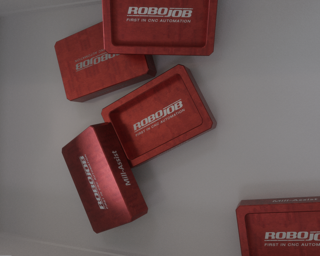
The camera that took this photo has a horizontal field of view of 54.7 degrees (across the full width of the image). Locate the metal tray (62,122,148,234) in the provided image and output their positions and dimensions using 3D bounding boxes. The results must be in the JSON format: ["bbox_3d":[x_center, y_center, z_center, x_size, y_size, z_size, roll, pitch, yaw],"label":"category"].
[{"bbox_3d":[-0.078,0.068,0.418,0.090,0.030,0.130,-32,79,40],"label":"metal tray"}]

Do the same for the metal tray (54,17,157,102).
[{"bbox_3d":[-0.079,-0.097,0.436,0.130,0.030,0.090,-16,85,19],"label":"metal tray"}]

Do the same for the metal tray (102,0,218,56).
[{"bbox_3d":[0.000,-0.134,0.368,0.131,0.030,0.089,1,112,-2],"label":"metal tray"}]

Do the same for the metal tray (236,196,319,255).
[{"bbox_3d":[0.159,0.127,0.351,0.130,0.030,0.089,-8,87,19],"label":"metal tray"}]

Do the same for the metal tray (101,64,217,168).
[{"bbox_3d":[-0.003,-0.013,0.408,0.130,0.030,0.090,-28,81,17],"label":"metal tray"}]
